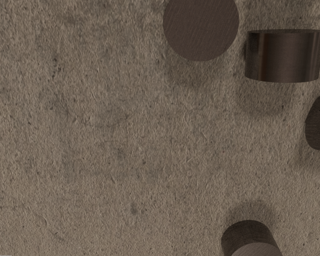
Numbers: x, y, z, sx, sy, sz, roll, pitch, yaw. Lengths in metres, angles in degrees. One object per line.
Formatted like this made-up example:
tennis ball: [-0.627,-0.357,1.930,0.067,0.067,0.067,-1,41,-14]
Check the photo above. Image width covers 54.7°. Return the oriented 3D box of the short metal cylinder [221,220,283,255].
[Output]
short metal cylinder: [0.137,0.188,0.468,0.081,0.050,0.079,0,110,-1]

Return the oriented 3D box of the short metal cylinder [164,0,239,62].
short metal cylinder: [0.044,-0.120,0.353,0.081,0.050,0.079,0,110,-1]

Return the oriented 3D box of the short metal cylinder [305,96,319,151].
short metal cylinder: [0.227,-0.005,0.382,0.050,0.080,0.079,16,109,-6]

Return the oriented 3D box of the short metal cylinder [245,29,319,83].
short metal cylinder: [0.139,-0.084,0.352,0.081,0.080,0.050,-2,110,0]
